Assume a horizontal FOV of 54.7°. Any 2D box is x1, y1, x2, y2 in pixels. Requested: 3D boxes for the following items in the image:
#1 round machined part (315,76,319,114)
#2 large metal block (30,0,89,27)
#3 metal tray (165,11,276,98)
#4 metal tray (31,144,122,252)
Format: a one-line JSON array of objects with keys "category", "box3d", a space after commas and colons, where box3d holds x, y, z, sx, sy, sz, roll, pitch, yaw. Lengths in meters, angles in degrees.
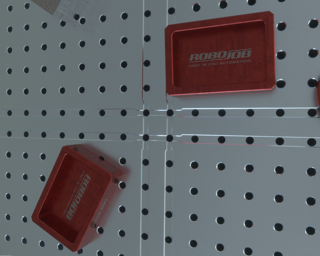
[{"category": "round machined part", "box3d": [0.220, -0.038, 0.326, 0.098, 0.042, 0.097, 0, 90, 20]}, {"category": "large metal block", "box3d": [-0.148, -0.210, 0.451, 0.080, 0.050, 0.080, 37, 102, 16]}, {"category": "metal tray", "box3d": [0.073, -0.087, 0.383, 0.130, 0.030, 0.089, -1, 90, 19]}, {"category": "metal tray", "box3d": [-0.123, 0.100, 0.453, 0.090, 0.030, 0.129, 29, 99, 17]}]
